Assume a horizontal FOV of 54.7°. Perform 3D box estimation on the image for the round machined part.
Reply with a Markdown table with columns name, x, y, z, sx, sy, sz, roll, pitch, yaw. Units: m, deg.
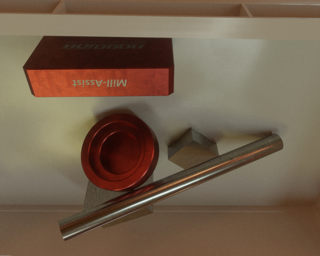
| name | x | y | z | sx | sy | sz | roll | pitch | yaw |
| --- | --- | --- | --- | --- | --- | --- | --- | --- | --- |
| round machined part | -0.048 | 0.033 | 0.399 | 0.098 | 0.098 | 0.042 | -16 | 159 | 13 |

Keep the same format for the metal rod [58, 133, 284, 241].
| name | x | y | z | sx | sy | sz | roll | pitch | yaw |
| --- | --- | --- | --- | --- | --- | --- | --- | --- | --- |
| metal rod | 0.025 | 0.069 | 0.393 | 0.302 | 0.025 | 0.025 | -20 | 132 | -14 |

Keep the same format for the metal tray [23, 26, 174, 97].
| name | x | y | z | sx | sy | sz | roll | pitch | yaw |
| --- | --- | --- | --- | --- | --- | --- | --- | --- | --- |
| metal tray | -0.053 | -0.068 | 0.307 | 0.131 | 0.090 | 0.030 | -1 | 130 | 0 |

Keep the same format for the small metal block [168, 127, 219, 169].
| name | x | y | z | sx | sy | sz | roll | pitch | yaw |
| --- | --- | --- | --- | --- | --- | --- | --- | --- | --- |
| small metal block | 0.046 | 0.034 | 0.439 | 0.050 | 0.025 | 0.050 | 32 | 123 | -25 |

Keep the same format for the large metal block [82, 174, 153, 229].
| name | x | y | z | sx | sy | sz | roll | pitch | yaw |
| --- | --- | --- | --- | --- | --- | --- | --- | --- | --- |
| large metal block | -0.057 | 0.087 | 0.446 | 0.080 | 0.080 | 0.050 | -22 | 127 | 17 |
